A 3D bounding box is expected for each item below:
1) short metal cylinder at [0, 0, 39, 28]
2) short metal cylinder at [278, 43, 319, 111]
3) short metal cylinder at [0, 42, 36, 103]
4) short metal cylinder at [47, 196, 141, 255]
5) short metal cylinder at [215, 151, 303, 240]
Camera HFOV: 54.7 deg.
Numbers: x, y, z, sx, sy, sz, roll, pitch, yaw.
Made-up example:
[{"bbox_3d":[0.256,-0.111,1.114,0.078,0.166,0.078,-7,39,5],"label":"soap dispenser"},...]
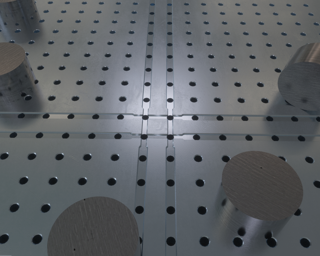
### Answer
[{"bbox_3d":[-0.279,-0.234,0.586,0.081,0.050,0.080,0,50,0],"label":"short metal cylinder"},{"bbox_3d":[0.214,-0.071,0.433,0.080,0.080,0.050,27,55,20],"label":"short metal cylinder"},{"bbox_3d":[-0.233,-0.082,0.459,0.081,0.050,0.080,0,50,0],"label":"short metal cylinder"},{"bbox_3d":[-0.059,0.113,0.296,0.081,0.050,0.080,0,50,0],"label":"short metal cylinder"},{"bbox_3d":[0.103,0.071,0.332,0.081,0.050,0.080,0,50,0],"label":"short metal cylinder"}]
